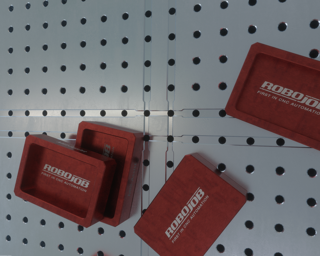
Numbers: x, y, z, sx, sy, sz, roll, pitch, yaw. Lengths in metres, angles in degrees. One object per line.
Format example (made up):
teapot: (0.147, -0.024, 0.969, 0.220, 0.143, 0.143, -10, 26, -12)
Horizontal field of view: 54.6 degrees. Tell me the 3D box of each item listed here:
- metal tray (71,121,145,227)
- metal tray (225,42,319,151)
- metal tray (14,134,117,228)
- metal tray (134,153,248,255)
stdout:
metal tray: (-0.079, 0.062, 0.438, 0.090, 0.030, 0.129, 13, 94, 19)
metal tray: (0.153, -0.034, 0.355, 0.130, 0.030, 0.090, 24, 98, 18)
metal tray: (-0.132, 0.068, 0.424, 0.130, 0.030, 0.090, 17, 96, 19)
metal tray: (0.038, 0.108, 0.397, 0.090, 0.030, 0.130, 37, 102, 16)
